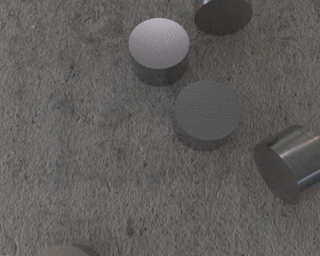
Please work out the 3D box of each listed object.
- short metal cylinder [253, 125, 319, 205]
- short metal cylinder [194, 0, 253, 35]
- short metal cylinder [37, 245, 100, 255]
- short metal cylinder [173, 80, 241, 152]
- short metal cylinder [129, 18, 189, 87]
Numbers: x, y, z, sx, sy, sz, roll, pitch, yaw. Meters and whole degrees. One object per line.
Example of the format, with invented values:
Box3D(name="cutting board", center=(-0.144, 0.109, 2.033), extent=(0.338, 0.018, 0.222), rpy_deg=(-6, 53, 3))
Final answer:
Box3D(name="short metal cylinder", center=(0.156, 0.043, 0.364), extent=(0.050, 0.080, 0.080), rpy_deg=(-27, 72, -9))
Box3D(name="short metal cylinder", center=(0.089, -0.178, 0.445), extent=(0.081, 0.080, 0.050), rpy_deg=(0, 70, 0))
Box3D(name="short metal cylinder", center=(-0.100, 0.168, 0.333), extent=(0.081, 0.050, 0.080), rpy_deg=(0, 70, 0))
Box3D(name="short metal cylinder", center=(0.058, -0.014, 0.400), extent=(0.081, 0.050, 0.080), rpy_deg=(0, 70, 0))
Box3D(name="short metal cylinder", center=(-0.001, -0.104, 0.433), extent=(0.081, 0.050, 0.080), rpy_deg=(0, 70, 0))
